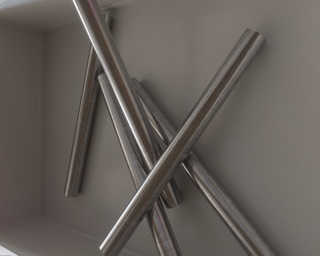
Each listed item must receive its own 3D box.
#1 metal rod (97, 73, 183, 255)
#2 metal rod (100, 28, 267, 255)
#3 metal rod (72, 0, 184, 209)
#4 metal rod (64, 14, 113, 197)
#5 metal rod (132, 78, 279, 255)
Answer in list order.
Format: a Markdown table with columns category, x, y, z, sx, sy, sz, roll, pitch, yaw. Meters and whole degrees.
| category | x | y | z | sx | sy | sz | roll | pitch | yaw |
| --- | --- | --- | --- | --- | --- | --- | --- | --- | --- |
| metal rod | -0.031 | 0.047 | 0.409 | 0.025 | 0.025 | 0.299 | -41 | 59 | 32 |
| metal rod | 0.020 | 0.025 | 0.349 | 0.025 | 0.025 | 0.299 | 40 | 102 | 32 |
| metal rod | -0.040 | -0.040 | 0.368 | 0.025 | 0.025 | 0.299 | -16 | 102 | 39 |
| metal rod | -0.118 | -0.030 | 0.501 | 0.025 | 0.025 | 0.298 | 21 | 103 | 37 |
| metal rod | 0.039 | 0.044 | 0.372 | 0.300 | 0.025 | 0.025 | 52 | 120 | 27 |
